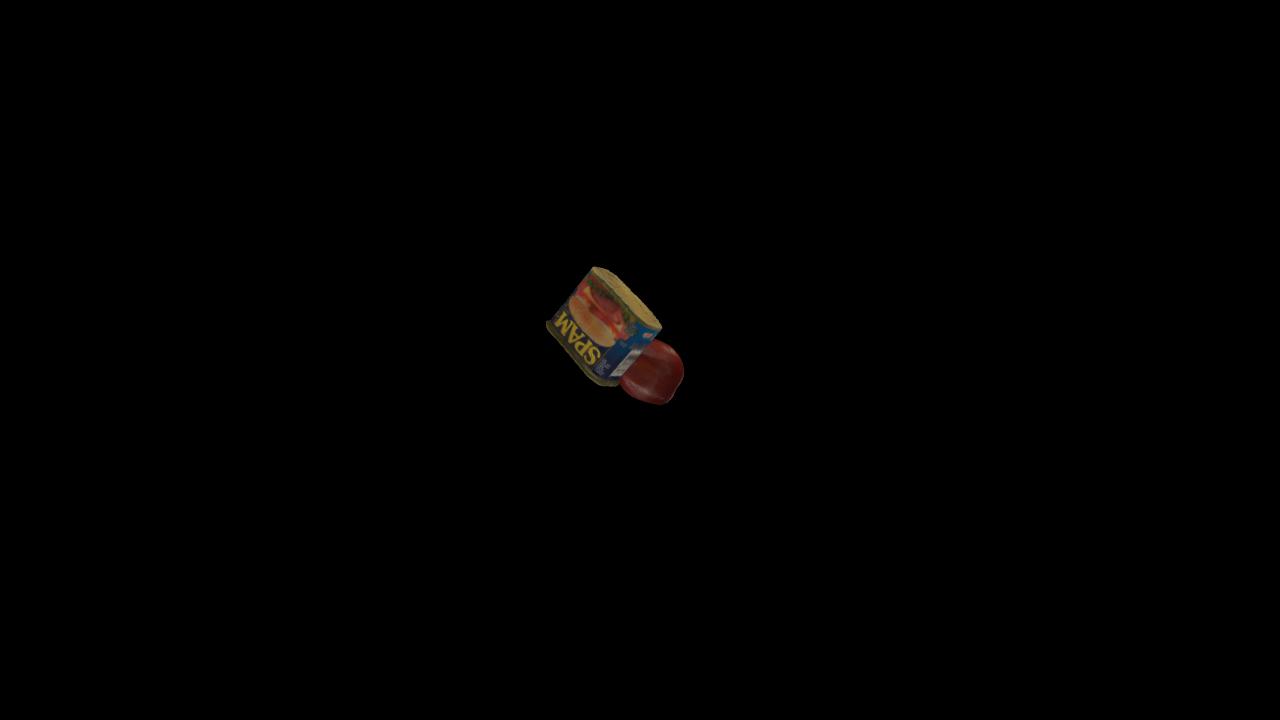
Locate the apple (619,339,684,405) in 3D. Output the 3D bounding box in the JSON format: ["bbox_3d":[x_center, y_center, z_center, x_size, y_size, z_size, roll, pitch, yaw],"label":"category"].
[{"bbox_3d":[0.009,0.011,0.738,0.093,0.079,0.079,31,-11,-18],"label":"apple"}]

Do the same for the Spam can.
[{"bbox_3d":[-0.038,-0.037,0.658,0.101,0.085,0.058,48,18,20],"label":"Spam can"}]
